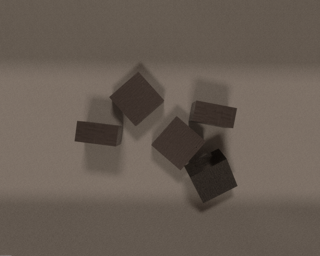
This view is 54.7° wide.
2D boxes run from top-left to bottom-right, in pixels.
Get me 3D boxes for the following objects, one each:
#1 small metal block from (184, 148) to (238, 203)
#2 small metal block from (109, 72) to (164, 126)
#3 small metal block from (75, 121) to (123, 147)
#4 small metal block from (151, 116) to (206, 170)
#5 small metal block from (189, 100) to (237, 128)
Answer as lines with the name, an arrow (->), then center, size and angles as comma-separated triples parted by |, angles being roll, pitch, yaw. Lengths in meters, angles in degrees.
small metal block -> 0.066, 0.062, 0.401 | 0.050, 0.025, 0.050 | -27, 121, 0
small metal block -> -0.030, -0.038, 0.411 | 0.050, 0.025, 0.050 | -42, 91, 0
small metal block -> -0.077, 0.007, 0.398 | 0.050, 0.050, 0.025 | 7, 90, -1
small metal block -> 0.024, 0.020, 0.412 | 0.050, 0.025, 0.050 | 41, 90, -1
small metal block -> 0.066, -0.017, 0.400 | 0.050, 0.050, 0.025 | 11, 90, -1
